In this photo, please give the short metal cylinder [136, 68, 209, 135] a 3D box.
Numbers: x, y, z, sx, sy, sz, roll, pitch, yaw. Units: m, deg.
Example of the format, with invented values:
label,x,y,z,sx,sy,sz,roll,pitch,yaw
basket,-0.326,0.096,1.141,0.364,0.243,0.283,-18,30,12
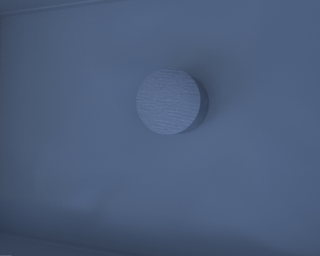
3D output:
label,x,y,z,sx,sy,sz,roll,pitch,yaw
short metal cylinder,0.017,-0.032,0.391,0.080,0.050,0.080,0,90,20
